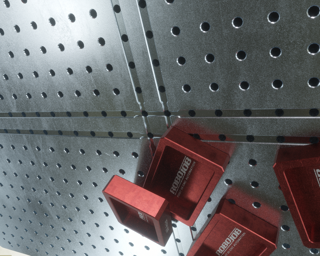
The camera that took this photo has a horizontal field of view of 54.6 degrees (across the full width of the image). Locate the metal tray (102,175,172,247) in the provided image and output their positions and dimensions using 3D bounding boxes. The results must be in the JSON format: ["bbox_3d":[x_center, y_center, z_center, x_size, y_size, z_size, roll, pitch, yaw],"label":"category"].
[{"bbox_3d":[-0.029,0.128,0.469,0.090,0.030,0.129,22,149,20],"label":"metal tray"}]

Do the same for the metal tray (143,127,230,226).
[{"bbox_3d":[0.030,0.071,0.436,0.090,0.030,0.129,27,128,11],"label":"metal tray"}]

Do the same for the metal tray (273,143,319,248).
[{"bbox_3d":[0.195,0.079,0.353,0.090,0.030,0.130,-14,111,34],"label":"metal tray"}]

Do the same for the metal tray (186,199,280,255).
[{"bbox_3d":[0.103,0.174,0.461,0.090,0.030,0.129,28,128,10],"label":"metal tray"}]
